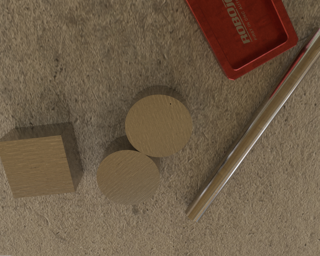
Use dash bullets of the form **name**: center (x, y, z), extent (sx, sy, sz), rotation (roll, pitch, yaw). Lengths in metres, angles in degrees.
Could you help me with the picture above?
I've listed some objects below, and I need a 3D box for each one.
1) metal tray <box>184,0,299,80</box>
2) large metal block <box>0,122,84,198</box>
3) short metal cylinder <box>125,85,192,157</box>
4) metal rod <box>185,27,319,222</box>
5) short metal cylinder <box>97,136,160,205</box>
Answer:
- **metal tray**: center (0.089, -0.133, 0.358), extent (0.090, 0.030, 0.130), rotation (-30, 108, 10)
- **large metal block**: center (-0.154, 0.041, 0.410), extent (0.080, 0.050, 0.079), rotation (-6, 110, 2)
- **short metal cylinder**: center (-0.002, -0.010, 0.393), extent (0.081, 0.050, 0.079), rotation (0, 110, 0)
- **metal rod**: center (0.122, 0.008, 0.413), extent (0.025, 0.025, 0.298), rotation (28, 107, -10)
- **short metal cylinder**: center (-0.040, 0.055, 0.417), extent (0.081, 0.050, 0.079), rotation (0, 110, 0)
